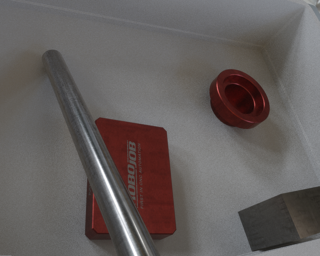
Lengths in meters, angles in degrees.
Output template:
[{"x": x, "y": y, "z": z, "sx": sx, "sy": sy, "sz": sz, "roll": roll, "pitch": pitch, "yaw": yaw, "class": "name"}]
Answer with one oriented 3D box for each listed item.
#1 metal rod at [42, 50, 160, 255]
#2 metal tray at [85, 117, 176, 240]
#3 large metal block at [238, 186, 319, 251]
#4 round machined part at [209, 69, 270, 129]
[{"x": -0.070, "y": 0.004, "z": 0.290, "sx": 0.025, "sy": 0.025, "sz": 0.300, "roll": -4, "pitch": 40, "yaw": -30, "class": "metal rod"}, {"x": -0.034, "y": 0.056, "z": 0.351, "sx": 0.091, "sy": 0.030, "sz": 0.130, "roll": 9, "pitch": 58, "yaw": -24, "class": "metal tray"}, {"x": 0.162, "y": 0.114, "z": 0.390, "sx": 0.081, "sy": 0.080, "sz": 0.050, "roll": -2, "pitch": 63, "yaw": -30, "class": "large metal block"}, {"x": 0.119, "y": -0.041, "z": 0.486, "sx": 0.099, "sy": 0.042, "sz": 0.098, "roll": 14, "pitch": 56, "yaw": -21, "class": "round machined part"}]
